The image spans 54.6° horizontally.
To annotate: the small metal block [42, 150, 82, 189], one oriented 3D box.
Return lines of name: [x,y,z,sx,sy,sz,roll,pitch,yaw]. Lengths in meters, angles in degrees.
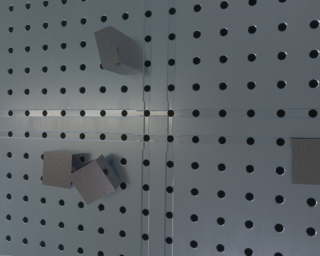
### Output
small metal block: [-0.147,0.061,0.465,0.050,0.025,0.050,4,91,20]

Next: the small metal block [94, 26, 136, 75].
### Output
small metal block: [-0.060,-0.104,0.421,0.025,0.050,0.050,-16,85,19]

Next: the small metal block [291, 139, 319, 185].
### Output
small metal block: [0.176,0.037,0.350,0.050,0.025,0.050,0,90,20]

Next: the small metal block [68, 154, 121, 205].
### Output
small metal block: [-0.092,0.073,0.439,0.050,0.025,0.050,-30,96,17]
